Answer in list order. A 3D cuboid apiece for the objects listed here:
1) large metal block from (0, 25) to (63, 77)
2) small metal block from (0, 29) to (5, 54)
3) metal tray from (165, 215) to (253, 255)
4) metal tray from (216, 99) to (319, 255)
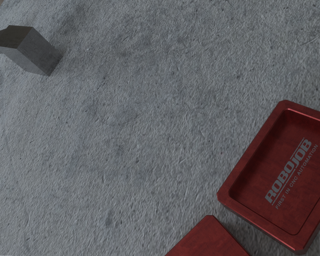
[{"bbox_3d":[-0.249,-0.147,0.590,0.080,0.080,0.050,16,70,34],"label":"large metal block"},{"bbox_3d":[-0.353,-0.203,0.714,0.050,0.025,0.050,-9,58,23],"label":"small metal block"},{"bbox_3d":[0.059,0.155,0.274,0.090,0.030,0.130,-44,51,-2],"label":"metal tray"},{"bbox_3d":[0.130,0.043,0.306,0.090,0.030,0.130,29,78,37],"label":"metal tray"}]
